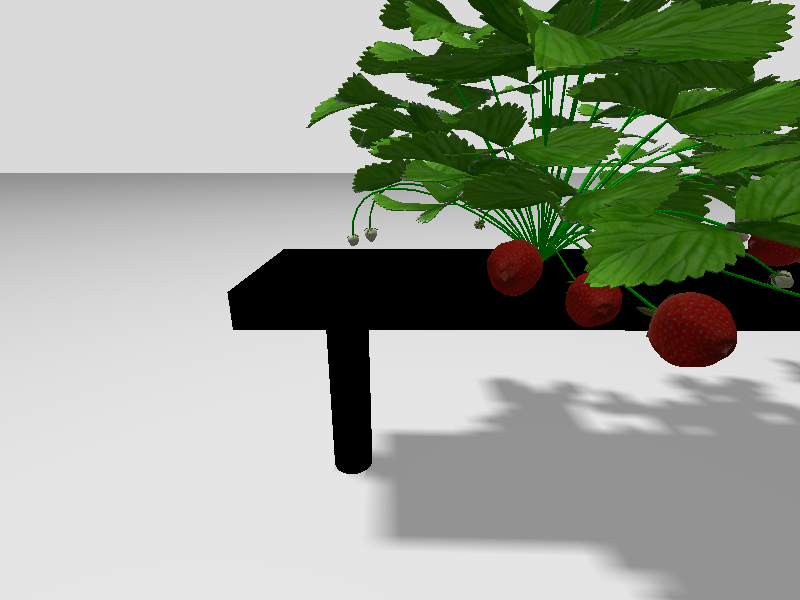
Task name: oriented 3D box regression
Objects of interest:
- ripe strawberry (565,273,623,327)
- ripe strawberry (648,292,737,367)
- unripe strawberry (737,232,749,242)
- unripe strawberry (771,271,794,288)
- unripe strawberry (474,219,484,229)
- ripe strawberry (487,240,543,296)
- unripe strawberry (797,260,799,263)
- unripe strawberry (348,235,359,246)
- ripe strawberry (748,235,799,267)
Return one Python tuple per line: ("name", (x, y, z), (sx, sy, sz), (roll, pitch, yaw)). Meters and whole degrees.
("ripe strawberry", (0.108, 0.001, 0.221), (0.029, 0.031, 0.031), (2, 20, 7))
("ripe strawberry", (0.132, 0.015, 0.178), (0.032, 0.034, 0.035), (-1, 20, -2))
("unripe strawberry", (0.377, -0.072, 0.447), (0.019, 0.019, 0.018), (-30, 2, 32))
("unripe strawberry", (0.277, -0.014, 0.289), (0.013, 0.013, 0.012), (40, 30, 9))
("unripe strawberry", (0.106, -0.102, 0.540), (0.013, 0.014, 0.014), (-2, 7, -5))
("ripe strawberry", (0.076, -0.021, 0.271), (0.037, 0.039, 0.041), (11, 22, 28))
("unripe strawberry", (0.361, -0.043, 0.362), (0.020, 0.019, 0.018), (30, 17, -8))
("unripe strawberry", (-0.048, -0.061, 0.412), (0.011, 0.011, 0.011), (6, 20, 18))
("ripe strawberry", (0.330, -0.049, 0.352), (0.042, 0.041, 0.039), (-1, 19, 0))
